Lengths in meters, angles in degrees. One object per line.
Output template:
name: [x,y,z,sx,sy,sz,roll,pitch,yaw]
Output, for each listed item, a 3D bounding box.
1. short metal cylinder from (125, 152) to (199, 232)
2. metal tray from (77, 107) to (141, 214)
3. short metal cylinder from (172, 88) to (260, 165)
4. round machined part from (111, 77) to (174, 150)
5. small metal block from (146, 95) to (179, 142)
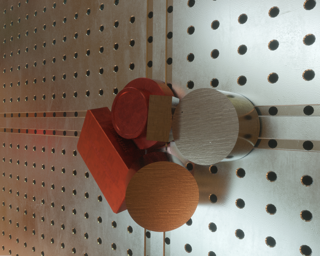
short metal cylinder: [0.000,0.072,0.360,0.050,0.081,0.079,-132,49,-80]
metal tray: [-0.071,0.044,0.445,0.130,0.030,0.089,53,136,26]
short metal cylinder: [0.060,-0.002,0.339,0.080,0.050,0.079,0,90,40]
round machined part: [-0.028,-0.019,0.415,0.098,0.042,0.097,0,90,40]
small metal block: [0.004,-0.011,0.360,0.025,0.050,0.050,5,93,12]
